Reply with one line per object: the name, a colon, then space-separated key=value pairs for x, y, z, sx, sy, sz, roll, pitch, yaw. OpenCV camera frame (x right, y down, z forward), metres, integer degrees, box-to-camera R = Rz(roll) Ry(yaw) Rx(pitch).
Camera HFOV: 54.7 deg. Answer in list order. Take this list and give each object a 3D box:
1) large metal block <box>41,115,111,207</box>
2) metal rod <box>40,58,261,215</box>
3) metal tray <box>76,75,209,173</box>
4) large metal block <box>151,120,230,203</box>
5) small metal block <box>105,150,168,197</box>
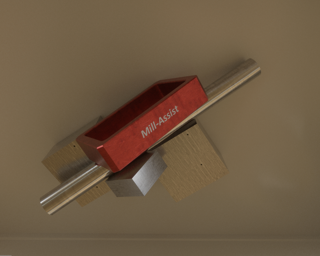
large metal block: x=-0.091 y=0.043 z=0.409 sx=0.080 sy=0.050 sz=0.080 roll=-32 pitch=107 yaw=10
metal rod: x=-0.007 y=0.007 z=0.373 sx=0.301 sy=0.025 sz=0.025 roll=-34 pitch=108 yaw=-5
metal tray: x=-0.021 y=-0.010 z=0.343 sx=0.131 sy=0.090 sz=0.030 roll=-38 pitch=110 yaw=-21
large metal block: x=0.033 y=0.038 z=0.411 sx=0.080 sy=0.050 sz=0.080 roll=-32 pitch=107 yaw=10
small metal block: x=-0.028 y=0.054 z=0.364 sx=0.050 sy=0.050 sz=0.025 roll=-14 pitch=114 yaw=44
